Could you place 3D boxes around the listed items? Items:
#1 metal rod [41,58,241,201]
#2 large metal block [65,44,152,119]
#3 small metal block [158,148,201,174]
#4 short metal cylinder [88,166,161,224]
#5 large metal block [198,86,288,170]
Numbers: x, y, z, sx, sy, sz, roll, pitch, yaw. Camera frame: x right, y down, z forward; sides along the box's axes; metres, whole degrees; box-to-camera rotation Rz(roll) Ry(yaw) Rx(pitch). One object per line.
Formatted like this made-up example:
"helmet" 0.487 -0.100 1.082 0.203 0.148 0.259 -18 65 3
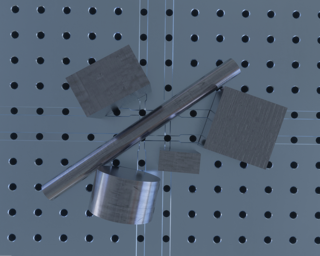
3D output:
"metal rod" -0.024 0.001 0.412 0.301 0.025 0.025 -34 90 -1
"large metal block" -0.058 -0.053 0.386 0.080 0.080 0.050 -28 90 0
"small metal block" 0.024 0.041 0.401 0.050 0.050 0.025 5 90 -1
"short metal cylinder" -0.044 0.081 0.385 0.080 0.080 0.050 12 90 -1
"large metal block" 0.103 0.000 0.400 0.080 0.050 0.080 19 90 -1
